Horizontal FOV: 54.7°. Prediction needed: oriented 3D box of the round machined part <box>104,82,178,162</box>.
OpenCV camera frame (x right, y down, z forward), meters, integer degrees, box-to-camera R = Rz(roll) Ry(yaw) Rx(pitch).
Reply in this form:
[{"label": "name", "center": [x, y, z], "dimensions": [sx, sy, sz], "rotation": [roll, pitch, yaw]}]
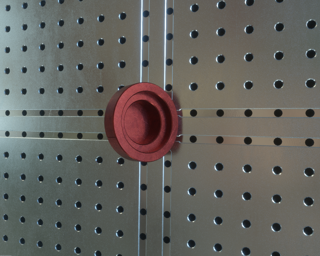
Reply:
[{"label": "round machined part", "center": [-0.027, -0.007, 0.392], "dimensions": [0.042, 0.099, 0.097], "rotation": [-3, 89, 51]}]
